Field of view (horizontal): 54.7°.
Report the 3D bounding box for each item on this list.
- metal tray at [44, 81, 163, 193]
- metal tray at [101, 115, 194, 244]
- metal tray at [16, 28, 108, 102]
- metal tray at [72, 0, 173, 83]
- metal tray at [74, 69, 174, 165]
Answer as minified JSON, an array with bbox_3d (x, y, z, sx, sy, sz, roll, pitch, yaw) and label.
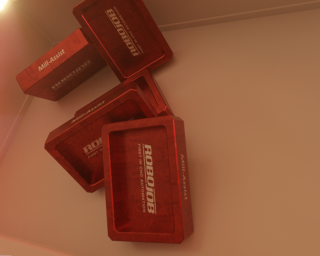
[{"bbox_3d":[-0.061,0.014,0.384,0.130,0.090,0.030,-31,25,8],"label":"metal tray"},{"bbox_3d":[-0.016,0.056,0.342,0.090,0.030,0.129,-7,84,24],"label":"metal tray"},{"bbox_3d":[-0.148,-0.096,0.495,0.130,0.090,0.030,-34,80,9],"label":"metal tray"},{"bbox_3d":[-0.051,-0.139,0.451,0.090,0.130,0.030,-30,25,9],"label":"metal tray"},{"bbox_3d":[-0.054,-0.017,0.441,0.130,0.030,0.090,-31,52,8],"label":"metal tray"}]
